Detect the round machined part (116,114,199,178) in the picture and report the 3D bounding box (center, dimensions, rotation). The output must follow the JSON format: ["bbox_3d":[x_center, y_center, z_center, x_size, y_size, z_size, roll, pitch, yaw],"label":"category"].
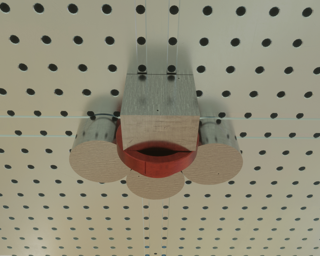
[{"bbox_3d":[-0.003,0.023,0.381,0.099,0.098,0.042,1,130,-2],"label":"round machined part"}]

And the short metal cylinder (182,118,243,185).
[{"bbox_3d":[0.068,0.033,0.424,0.081,0.050,0.079,0,130,0],"label":"short metal cylinder"}]

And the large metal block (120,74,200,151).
[{"bbox_3d":[0.000,-0.020,0.358,0.081,0.080,0.050,1,130,-1],"label":"large metal block"}]

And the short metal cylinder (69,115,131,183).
[{"bbox_3d":[-0.077,0.029,0.420,0.081,0.050,0.079,0,130,0],"label":"short metal cylinder"}]

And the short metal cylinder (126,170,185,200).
[{"bbox_3d":[-0.006,0.058,0.445,0.081,0.050,0.079,0,130,0],"label":"short metal cylinder"}]
